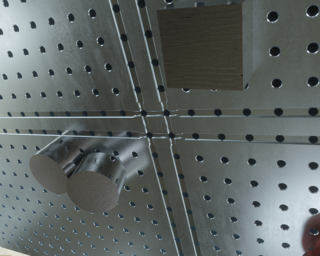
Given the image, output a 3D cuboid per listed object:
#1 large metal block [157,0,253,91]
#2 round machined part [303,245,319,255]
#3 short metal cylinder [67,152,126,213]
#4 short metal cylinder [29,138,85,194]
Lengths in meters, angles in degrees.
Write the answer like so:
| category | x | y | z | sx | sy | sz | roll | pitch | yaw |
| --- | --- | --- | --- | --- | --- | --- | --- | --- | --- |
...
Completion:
| category | x | y | z | sx | sy | sz | roll | pitch | yaw |
| --- | --- | --- | --- | --- | --- | --- | --- | --- | --- |
| large metal block | 0.049 | -0.086 | 0.316 | 0.080 | 0.050 | 0.079 | 6 | 121 | 25 |
| round machined part | 0.230 | 0.185 | 0.394 | 0.098 | 0.042 | 0.097 | 13 | 124 | 21 |
| short metal cylinder | -0.098 | 0.085 | 0.485 | 0.080 | 0.050 | 0.079 | 3 | 118 | 6 |
| short metal cylinder | -0.171 | 0.064 | 0.525 | 0.080 | 0.050 | 0.079 | 13 | 124 | 21 |
